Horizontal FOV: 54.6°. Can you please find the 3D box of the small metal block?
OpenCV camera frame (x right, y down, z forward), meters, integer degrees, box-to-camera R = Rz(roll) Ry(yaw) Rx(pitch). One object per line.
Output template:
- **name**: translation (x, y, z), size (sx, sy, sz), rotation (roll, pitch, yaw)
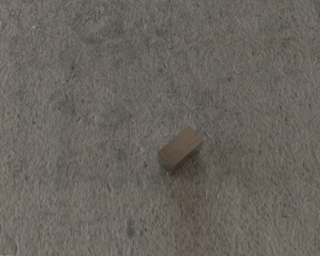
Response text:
- **small metal block**: translation (0.024, 0.029, 0.384), size (0.050, 0.050, 0.025), rotation (-40, 75, -13)
